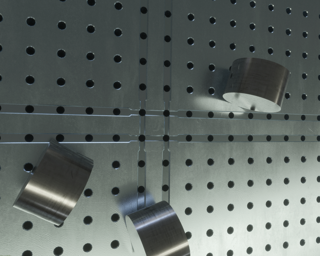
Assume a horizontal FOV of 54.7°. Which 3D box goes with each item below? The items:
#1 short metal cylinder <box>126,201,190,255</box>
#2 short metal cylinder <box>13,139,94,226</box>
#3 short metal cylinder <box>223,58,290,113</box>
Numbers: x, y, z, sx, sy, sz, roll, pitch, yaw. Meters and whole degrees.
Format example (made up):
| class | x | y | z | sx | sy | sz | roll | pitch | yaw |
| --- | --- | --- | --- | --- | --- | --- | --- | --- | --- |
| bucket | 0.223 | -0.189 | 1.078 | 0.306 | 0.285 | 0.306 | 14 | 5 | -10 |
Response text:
| class | x | y | z | sx | sy | sz | roll | pitch | yaw |
| --- | --- | --- | --- | --- | --- | --- | --- | --- | --- |
| short metal cylinder | -0.004 | 0.137 | 0.383 | 0.050 | 0.080 | 0.080 | -17 | 96 | -19 |
| short metal cylinder | -0.116 | 0.059 | 0.341 | 0.050 | 0.080 | 0.080 | 31 | 80 | -18 |
| short metal cylinder | 0.135 | -0.058 | 0.435 | 0.081 | 0.080 | 0.050 | 19 | 84 | -19 |
